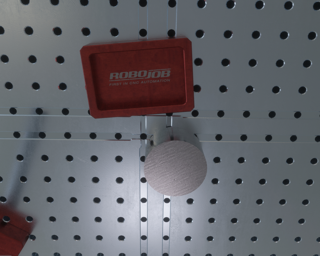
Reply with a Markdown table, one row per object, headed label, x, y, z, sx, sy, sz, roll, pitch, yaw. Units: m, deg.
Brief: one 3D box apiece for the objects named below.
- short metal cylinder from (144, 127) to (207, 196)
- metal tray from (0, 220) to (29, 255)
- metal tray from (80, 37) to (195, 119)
| label | x | y | z | sx | sy | sz | roll | pitch | yaw |
| --- | --- | --- | --- | --- | --- | --- | --- | --- | --- |
| short metal cylinder | 0.020 | 0.044 | 0.416 | 0.081 | 0.050 | 0.079 | 0 | 110 | 0 |
| metal tray | -0.274 | 0.201 | 0.469 | 0.090 | 0.030 | 0.130 | 32 | 95 | -11 |
| metal tray | -0.025 | -0.063 | 0.387 | 0.131 | 0.030 | 0.089 | -4 | 110 | 1 |
